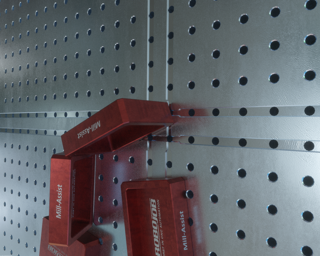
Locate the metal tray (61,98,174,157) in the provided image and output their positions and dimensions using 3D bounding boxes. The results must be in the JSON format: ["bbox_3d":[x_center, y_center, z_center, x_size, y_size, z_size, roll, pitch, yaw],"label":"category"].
[{"bbox_3d":[-0.059,0.003,0.416,0.130,0.091,0.030,-26,74,37],"label":"metal tray"}]

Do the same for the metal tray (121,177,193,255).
[{"bbox_3d":[-0.005,0.133,0.411,0.090,0.030,0.129,-11,83,39],"label":"metal tray"}]

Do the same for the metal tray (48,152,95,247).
[{"bbox_3d":[-0.132,0.101,0.476,0.030,0.090,0.129,3,92,10],"label":"metal tray"}]

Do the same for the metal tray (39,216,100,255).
[{"bbox_3d":[-0.161,0.216,0.541,0.130,0.030,0.089,13,99,39],"label":"metal tray"}]
